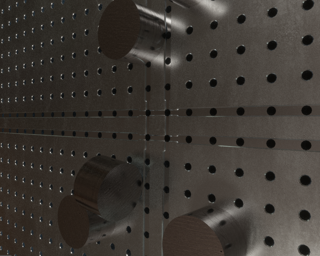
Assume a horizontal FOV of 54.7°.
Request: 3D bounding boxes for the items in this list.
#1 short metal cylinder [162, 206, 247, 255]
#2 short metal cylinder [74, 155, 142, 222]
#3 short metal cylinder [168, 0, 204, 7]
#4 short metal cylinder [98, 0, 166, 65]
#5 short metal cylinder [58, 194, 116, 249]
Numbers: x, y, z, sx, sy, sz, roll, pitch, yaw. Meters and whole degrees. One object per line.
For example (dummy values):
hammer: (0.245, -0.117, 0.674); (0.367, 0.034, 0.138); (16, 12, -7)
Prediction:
short metal cylinder: (0.050, 0.134, 0.351); (0.080, 0.050, 0.079); (0, 90, 39)
short metal cylinder: (-0.071, 0.082, 0.430); (0.050, 0.081, 0.079); (11, 97, 39)
short metal cylinder: (0.025, -0.193, 0.371); (0.080, 0.050, 0.079); (0, 90, 39)
short metal cylinder: (-0.039, -0.130, 0.423); (0.080, 0.050, 0.079); (0, 90, 39)
short metal cylinder: (-0.116, 0.141, 0.486); (0.080, 0.050, 0.079); (0, 90, 39)
